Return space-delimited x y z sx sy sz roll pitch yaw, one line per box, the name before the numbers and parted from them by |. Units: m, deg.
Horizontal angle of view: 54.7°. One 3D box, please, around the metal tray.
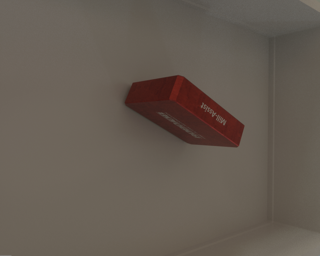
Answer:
metal tray | 0.033 -0.016 0.389 0.130 0.090 0.030 31 71 -37
